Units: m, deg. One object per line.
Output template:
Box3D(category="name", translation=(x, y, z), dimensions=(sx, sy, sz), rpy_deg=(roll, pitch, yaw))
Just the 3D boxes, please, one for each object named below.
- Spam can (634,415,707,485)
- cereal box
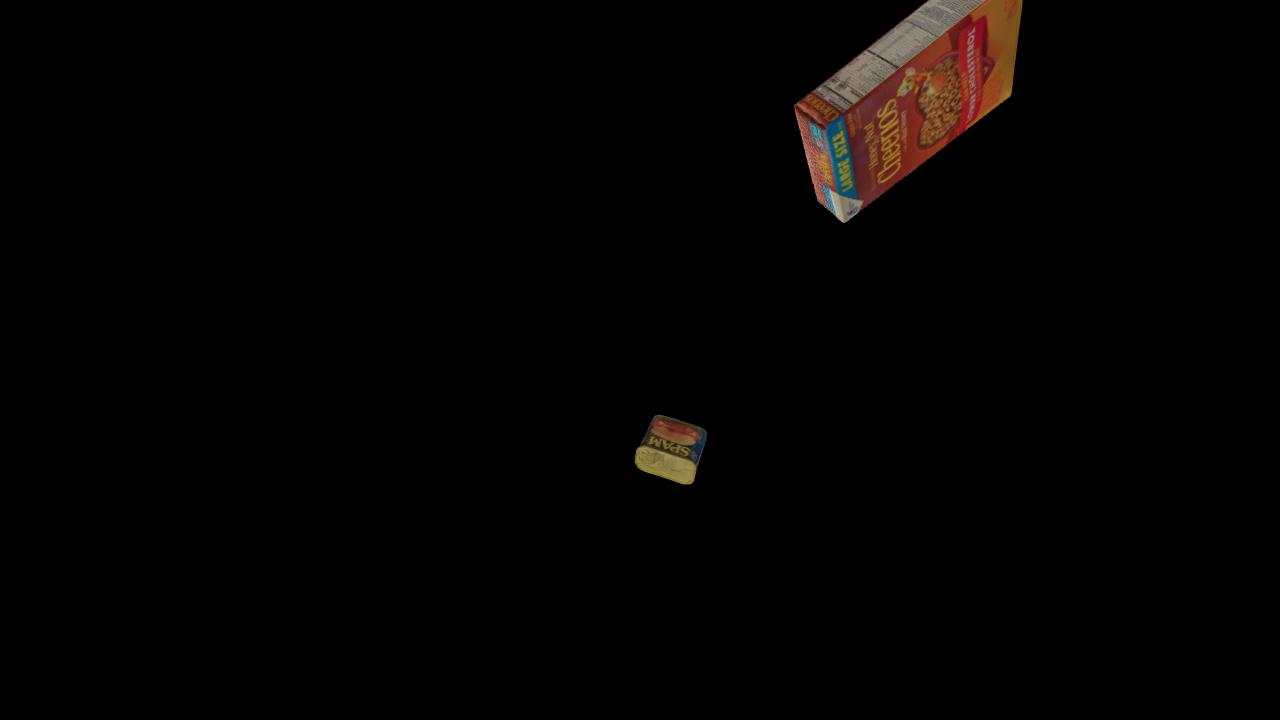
Box3D(category="Spam can", translation=(0.053, 0.144, 1.005), dimensions=(0.101, 0.058, 0.085), rpy_deg=(17, 39, 10))
Box3D(category="cereal box", translation=(0.370, -0.356, 0.849), dimensions=(0.306, 0.081, 0.203), rpy_deg=(-38, -35, 3))
